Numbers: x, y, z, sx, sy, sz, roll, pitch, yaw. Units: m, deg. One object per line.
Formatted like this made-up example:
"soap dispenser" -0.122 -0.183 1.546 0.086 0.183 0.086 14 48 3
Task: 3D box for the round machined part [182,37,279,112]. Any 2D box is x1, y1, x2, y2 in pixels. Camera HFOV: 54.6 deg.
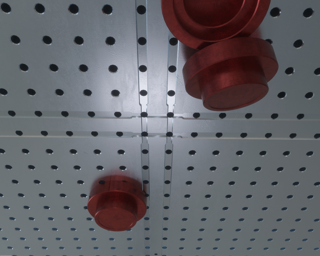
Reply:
"round machined part" 0.076 -0.050 0.330 0.099 0.042 0.098 -8 161 -3

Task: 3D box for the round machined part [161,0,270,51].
"round machined part" 0.050 -0.127 0.293 0.099 0.042 0.097 0 130 0

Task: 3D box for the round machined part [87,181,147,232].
"round machined part" -0.071 0.135 0.515 0.099 0.042 0.097 0 130 0
